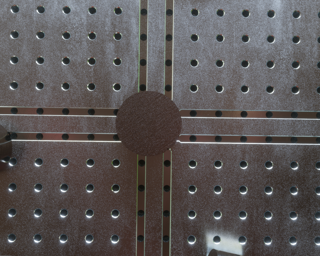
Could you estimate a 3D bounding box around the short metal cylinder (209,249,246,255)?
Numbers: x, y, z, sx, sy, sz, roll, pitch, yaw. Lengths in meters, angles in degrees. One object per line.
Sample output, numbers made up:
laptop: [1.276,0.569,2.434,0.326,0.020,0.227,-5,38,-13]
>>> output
short metal cylinder: [0.086,0.198,0.387,0.050,0.080,0.080,13,90,0]

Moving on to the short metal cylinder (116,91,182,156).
short metal cylinder: [-0.014,-0.006,0.401,0.081,0.050,0.079,0,90,-1]

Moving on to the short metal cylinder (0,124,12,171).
short metal cylinder: [-0.242,0.027,0.398,0.081,0.050,0.079,0,90,-1]
